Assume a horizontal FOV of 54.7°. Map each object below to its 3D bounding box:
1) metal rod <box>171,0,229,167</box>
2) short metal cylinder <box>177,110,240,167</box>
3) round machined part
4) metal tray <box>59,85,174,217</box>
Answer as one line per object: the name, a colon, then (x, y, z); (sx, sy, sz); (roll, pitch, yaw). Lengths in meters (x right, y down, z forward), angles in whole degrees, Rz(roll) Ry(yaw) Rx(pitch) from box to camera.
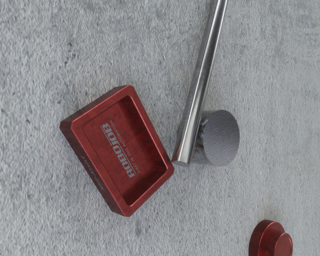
metal rod: (0.064, -0.091, 0.442); (0.025, 0.025, 0.299); (31, 65, -36)
short metal cylinder: (0.071, 0.014, 0.451); (0.081, 0.050, 0.079); (0, 90, -40)
round machined part: (0.211, 0.224, 0.575); (0.099, 0.042, 0.097); (0, 90, -40)
metal tray: (-0.044, 0.026, 0.365); (0.091, 0.030, 0.129); (-40, 115, -33)
